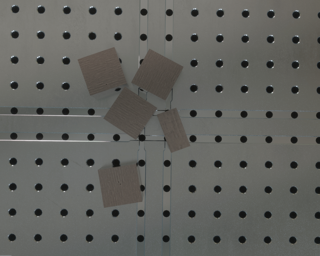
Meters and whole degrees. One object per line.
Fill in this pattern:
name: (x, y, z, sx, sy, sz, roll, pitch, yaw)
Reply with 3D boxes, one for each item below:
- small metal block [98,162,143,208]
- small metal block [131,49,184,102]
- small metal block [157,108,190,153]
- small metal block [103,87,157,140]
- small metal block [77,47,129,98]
small metal block: (-0.052, 0.075, 0.413, 0.050, 0.025, 0.050, -9, 90, -1)
small metal block: (-0.003, -0.069, 0.413, 0.050, 0.025, 0.050, 28, 90, -1)
small metal block: (0.016, 0.003, 0.401, 0.025, 0.050, 0.050, -20, 90, 0)
small metal block: (-0.039, -0.019, 0.413, 0.050, 0.025, 0.050, 34, 90, -1)
small metal block: (-0.075, -0.073, 0.412, 0.050, 0.025, 0.050, -19, 90, -1)
